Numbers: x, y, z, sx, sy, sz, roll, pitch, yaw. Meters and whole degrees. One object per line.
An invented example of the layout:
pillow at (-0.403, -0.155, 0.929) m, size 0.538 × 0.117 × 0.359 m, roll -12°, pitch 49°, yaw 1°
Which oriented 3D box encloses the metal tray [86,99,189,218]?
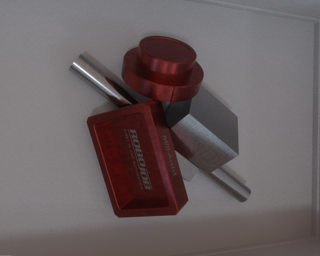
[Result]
metal tray at (-0.027, 0.038, 0.367) m, size 0.030 × 0.090 × 0.129 m, roll -26°, pitch 102°, yaw -60°

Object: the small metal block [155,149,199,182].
small metal block at (0.017, 0.042, 0.403) m, size 0.050 × 0.050 × 0.025 m, roll 40°, pitch 77°, yaw -16°

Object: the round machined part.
round machined part at (0.006, -0.077, 0.371) m, size 0.099 × 0.098 × 0.042 m, roll -2°, pitch 131°, yaw -20°

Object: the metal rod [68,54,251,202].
metal rod at (0.011, 0.010, 0.414) m, size 0.301 × 0.025 × 0.025 m, roll 38°, pitch 78°, yaw -16°

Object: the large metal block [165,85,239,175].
large metal block at (0.053, -0.002, 0.396) m, size 0.080 × 0.050 × 0.080 m, roll 39°, pitch 35°, yaw -16°
